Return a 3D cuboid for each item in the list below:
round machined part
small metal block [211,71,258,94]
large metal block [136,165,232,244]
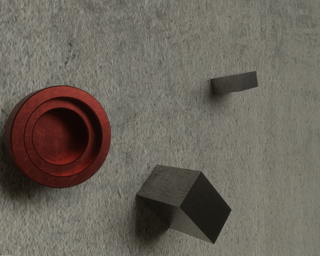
[{"bbox_3d":[-0.102,0.008,0.309,0.099,0.042,0.097,0,90,-40],"label":"round machined part"},{"bbox_3d":[0.118,-0.072,0.490,0.050,0.050,0.025,-17,102,-39],"label":"small metal block"},{"bbox_3d":[0.031,0.095,0.397,0.080,0.080,0.050,51,60,-28],"label":"large metal block"}]
